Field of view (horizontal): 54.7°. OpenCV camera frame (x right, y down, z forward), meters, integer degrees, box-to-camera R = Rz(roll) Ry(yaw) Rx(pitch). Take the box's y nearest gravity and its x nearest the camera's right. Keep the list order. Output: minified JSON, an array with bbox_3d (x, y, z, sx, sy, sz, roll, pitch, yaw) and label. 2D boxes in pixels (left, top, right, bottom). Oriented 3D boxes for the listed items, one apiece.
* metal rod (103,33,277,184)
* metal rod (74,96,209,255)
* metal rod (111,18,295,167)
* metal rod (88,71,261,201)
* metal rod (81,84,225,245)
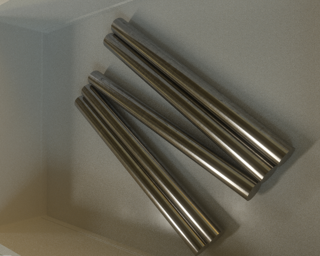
[{"bbox_3d":[0.018,-0.042,0.390,0.300,0.025,0.025,44,117,31],"label":"metal rod"},{"bbox_3d":[-0.040,0.049,0.438,0.300,0.025,0.025,46,117,30],"label":"metal rod"},{"bbox_3d":[0.031,-0.061,0.380,0.300,0.025,0.025,44,117,31],"label":"metal rod"},{"bbox_3d":[-0.002,-0.007,0.407,0.300,0.025,0.025,36,112,34],"label":"metal rod"},{"bbox_3d":[-0.026,0.032,0.427,0.300,0.025,0.025,46,117,30],"label":"metal rod"}]
